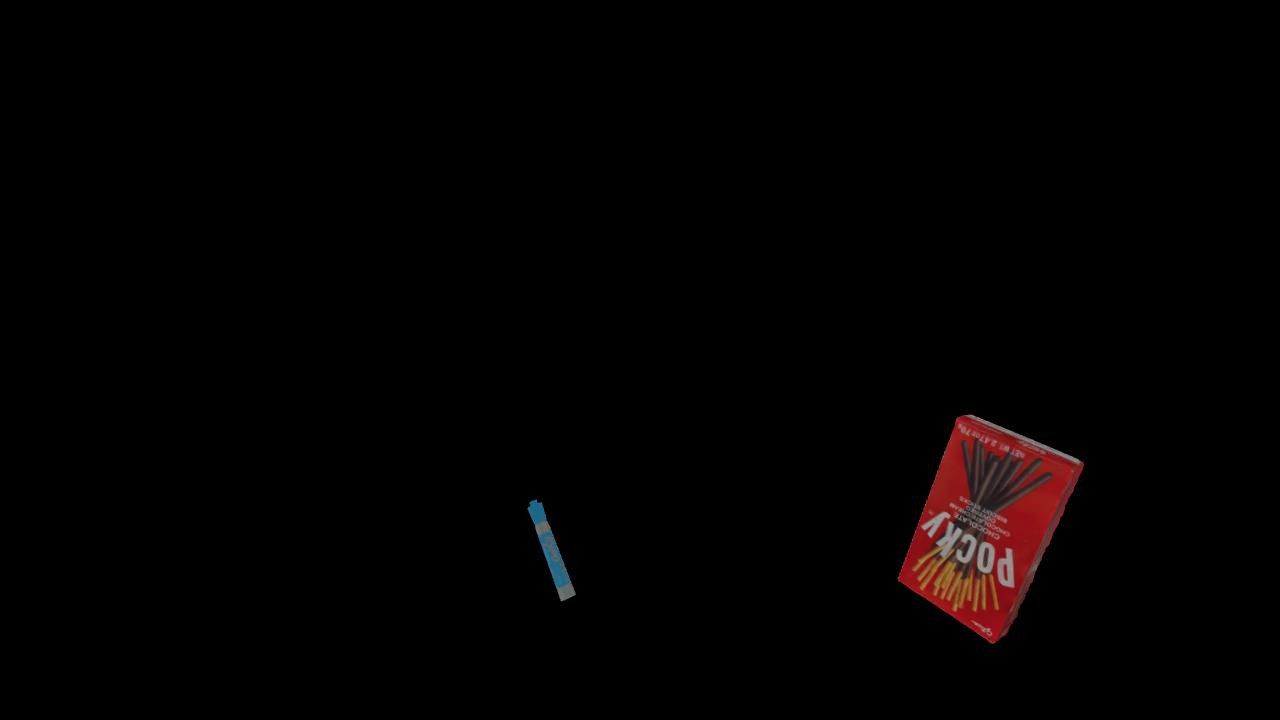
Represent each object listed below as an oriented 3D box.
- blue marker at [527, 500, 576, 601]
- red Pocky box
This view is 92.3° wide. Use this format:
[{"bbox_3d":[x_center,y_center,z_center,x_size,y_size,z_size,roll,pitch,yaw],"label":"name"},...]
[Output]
[{"bbox_3d":[-0.107,0.225,0.734,0.020,0.121,0.020,-22,-16,-7],"label":"blue marker"},{"bbox_3d":[0.261,0.128,0.469,0.028,0.155,0.083,-8,26,-41],"label":"red Pocky box"}]
